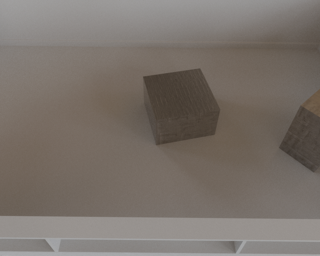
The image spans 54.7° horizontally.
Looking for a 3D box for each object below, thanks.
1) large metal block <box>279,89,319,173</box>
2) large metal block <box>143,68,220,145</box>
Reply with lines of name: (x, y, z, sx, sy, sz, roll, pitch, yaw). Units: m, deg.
large metal block: (0.201, -0.006, 0.377, 0.080, 0.080, 0.050, -34, 58, -26)
large metal block: (0.025, -0.030, 0.414, 0.081, 0.050, 0.080, -10, 51, -9)
